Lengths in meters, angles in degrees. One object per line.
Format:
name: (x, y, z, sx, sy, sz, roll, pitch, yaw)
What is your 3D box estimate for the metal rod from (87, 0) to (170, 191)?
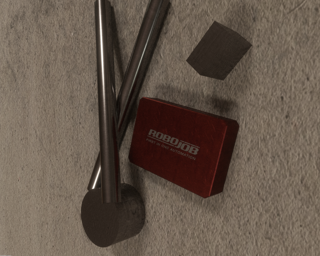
metal rod: (-0.051, -0.037, 0.444, 0.025, 0.025, 0.298, 33, 110, 35)

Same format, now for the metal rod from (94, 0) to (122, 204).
metal rod: (-0.074, -0.048, 0.433, 0.025, 0.025, 0.299, -19, 69, 38)

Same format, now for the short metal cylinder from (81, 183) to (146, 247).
short metal cylinder: (-0.067, 0.122, 0.442, 0.080, 0.050, 0.079, 0, 90, 39)

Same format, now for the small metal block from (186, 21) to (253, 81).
small metal block: (0.064, -0.081, 0.334, 0.025, 0.050, 0.050, 52, 120, 27)

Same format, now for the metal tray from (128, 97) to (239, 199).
metal tray: (0.023, 0.019, 0.381, 0.130, 0.030, 0.089, 20, 102, 38)
